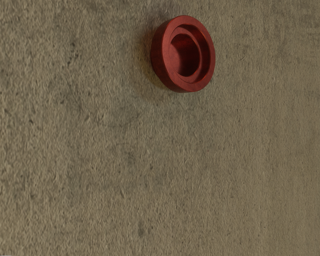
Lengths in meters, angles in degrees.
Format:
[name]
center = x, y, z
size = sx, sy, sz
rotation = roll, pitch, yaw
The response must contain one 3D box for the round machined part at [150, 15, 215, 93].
[round machined part]
center = 0.026, -0.095, 0.414
size = 0.099, 0.042, 0.097
rotation = 0, 90, -40
